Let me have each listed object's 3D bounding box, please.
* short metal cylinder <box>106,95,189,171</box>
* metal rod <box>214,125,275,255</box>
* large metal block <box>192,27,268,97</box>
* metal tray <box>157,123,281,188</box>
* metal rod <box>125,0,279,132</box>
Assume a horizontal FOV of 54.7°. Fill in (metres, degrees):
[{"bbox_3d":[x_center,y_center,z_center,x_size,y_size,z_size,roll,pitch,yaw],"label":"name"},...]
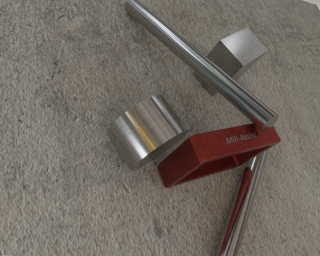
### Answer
[{"bbox_3d":[-0.014,0.006,0.359,0.081,0.080,0.050,-28,77,-37],"label":"short metal cylinder"},{"bbox_3d":[0.109,0.096,0.405,0.025,0.025,0.301,37,51,-4],"label":"metal rod"},{"bbox_3d":[0.111,-0.105,0.495,0.081,0.080,0.050,-33,81,-38],"label":"large metal block"},{"bbox_3d":[0.073,0.032,0.383,0.131,0.090,0.030,-10,67,-33],"label":"metal tray"},{"bbox_3d":[0.040,-0.102,0.428,0.025,0.025,0.300,-18,52,-35],"label":"metal rod"}]
